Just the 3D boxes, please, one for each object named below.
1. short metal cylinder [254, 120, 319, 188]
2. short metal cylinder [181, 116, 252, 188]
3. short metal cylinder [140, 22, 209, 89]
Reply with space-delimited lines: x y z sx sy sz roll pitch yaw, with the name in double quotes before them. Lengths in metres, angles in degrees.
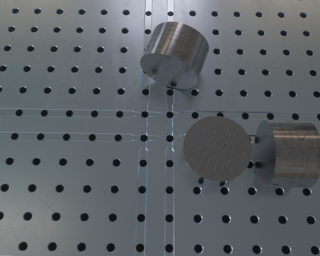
"short metal cylinder" 0.150 0.031 0.372 0.050 0.080 0.080 1 70 0
"short metal cylinder" 0.068 0.031 0.387 0.081 0.050 0.080 0 70 0
"short metal cylinder" 0.020 -0.096 0.417 0.080 0.080 0.050 19 71 6
